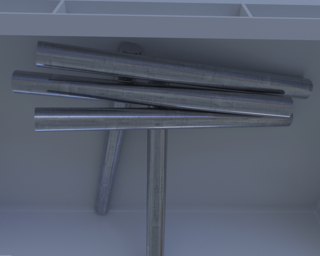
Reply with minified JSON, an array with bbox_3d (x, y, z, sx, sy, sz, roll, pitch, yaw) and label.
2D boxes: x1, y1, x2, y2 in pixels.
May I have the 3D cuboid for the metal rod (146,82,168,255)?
[{"bbox_3d":[-0.005,0.089,0.404,0.025,0.025,0.298,1,105,-1],"label":"metal rod"}]

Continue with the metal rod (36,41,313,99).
[{"bbox_3d":[0.029,-0.059,0.335,0.302,0.025,0.025,5,130,-14],"label":"metal rod"}]

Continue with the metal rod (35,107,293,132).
[{"bbox_3d":[0.019,-0.011,0.356,0.303,0.025,0.025,-1,132,-17],"label":"metal rod"}]

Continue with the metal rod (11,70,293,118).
[{"bbox_3d":[-0.004,-0.036,0.342,0.302,0.025,0.025,5,130,-4],"label":"metal rod"}]

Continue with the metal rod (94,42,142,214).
[{"bbox_3d":[-0.065,0.024,0.428,0.025,0.025,0.298,10,130,-9],"label":"metal rod"}]
